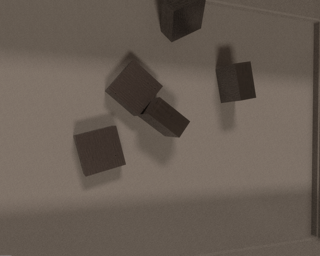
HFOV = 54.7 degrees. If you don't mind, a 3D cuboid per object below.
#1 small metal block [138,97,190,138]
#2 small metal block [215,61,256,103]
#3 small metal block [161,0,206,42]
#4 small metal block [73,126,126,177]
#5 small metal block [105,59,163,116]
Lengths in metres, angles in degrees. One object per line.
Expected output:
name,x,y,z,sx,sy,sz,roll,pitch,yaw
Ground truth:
small metal block,0.003,-0.013,0.399,0.050,0.050,0.025,37,78,-17
small metal block,0.106,-0.063,0.438,0.025,0.050,0.050,-12,94,-20
small metal block,0.030,-0.148,0.406,0.050,0.050,0.025,-30,64,-18
small metal block,-0.075,0.027,0.384,0.050,0.025,0.050,-15,95,-20
small metal block,-0.034,-0.051,0.399,0.050,0.025,0.050,41,77,-16
